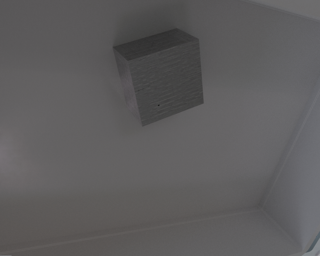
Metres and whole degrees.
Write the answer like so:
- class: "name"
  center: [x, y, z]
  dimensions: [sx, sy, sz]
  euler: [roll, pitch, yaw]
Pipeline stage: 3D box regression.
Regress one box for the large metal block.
- class: "large metal block"
  center: [0.000, -0.059, 0.356]
  dimensions: [0.081, 0.050, 0.080]
  euler: [-21, 127, -16]
